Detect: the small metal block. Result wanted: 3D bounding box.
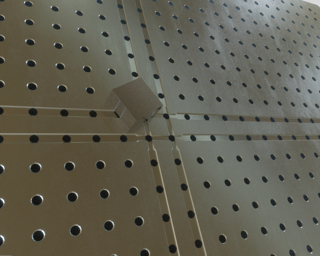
[{"bbox_3d":[-0.033,-0.033,0.410,0.050,0.025,0.050,-32,79,-38],"label":"small metal block"}]
